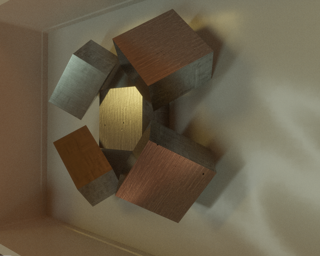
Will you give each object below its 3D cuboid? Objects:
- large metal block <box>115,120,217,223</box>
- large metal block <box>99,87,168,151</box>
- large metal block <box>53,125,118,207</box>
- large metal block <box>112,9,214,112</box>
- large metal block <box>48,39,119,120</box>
[{"bbox_3d":[0.006,0.050,0.355,0.080,0.050,0.080,27,113,-11],"label":"large metal block"},{"bbox_3d":[-0.036,-0.012,0.417,0.080,0.050,0.080,1,91,40],"label":"large metal block"},{"bbox_3d":[-0.102,0.056,0.446,0.080,0.050,0.080,53,165,26],"label":"large metal block"},{"bbox_3d":[0.004,-0.079,0.358,0.080,0.050,0.080,-30,63,-11],"label":"large metal block"},{"bbox_3d":[-0.106,-0.071,0.446,0.050,0.080,0.080,31,117,-11],"label":"large metal block"}]
